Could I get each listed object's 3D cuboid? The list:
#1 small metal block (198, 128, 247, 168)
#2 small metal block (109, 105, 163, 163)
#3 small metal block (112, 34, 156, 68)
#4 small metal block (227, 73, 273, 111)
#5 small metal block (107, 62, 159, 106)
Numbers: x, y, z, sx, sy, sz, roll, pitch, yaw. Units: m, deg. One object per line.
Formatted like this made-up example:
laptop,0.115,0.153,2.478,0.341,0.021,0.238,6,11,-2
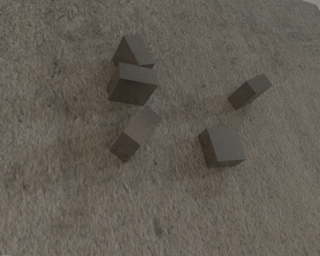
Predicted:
small metal block,0.087,0.027,0.436,0.050,0.025,0.050,0,62,-29
small metal block,-0.029,0.008,0.369,0.025,0.050,0.050,40,51,-2
small metal block,-0.037,-0.092,0.425,0.025,0.050,0.050,-16,71,-35
small metal block,0.146,-0.059,0.505,0.050,0.050,0.025,-26,76,-37
small metal block,-0.036,-0.056,0.404,0.050,0.050,0.025,7,59,-25
